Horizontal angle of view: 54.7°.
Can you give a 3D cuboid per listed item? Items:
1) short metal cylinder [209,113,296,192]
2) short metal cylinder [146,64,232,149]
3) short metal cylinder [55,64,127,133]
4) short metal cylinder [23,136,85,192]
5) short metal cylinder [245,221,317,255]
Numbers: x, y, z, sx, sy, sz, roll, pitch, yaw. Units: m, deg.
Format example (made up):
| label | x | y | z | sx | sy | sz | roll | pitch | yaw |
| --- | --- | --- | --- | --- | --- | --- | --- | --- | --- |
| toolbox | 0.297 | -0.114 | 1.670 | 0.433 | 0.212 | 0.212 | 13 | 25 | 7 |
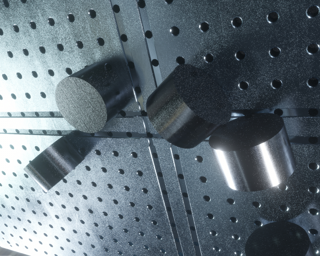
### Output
| label | x | y | z | sx | sy | sz | roll | pitch | yaw |
| --- | --- | --- | --- | --- | --- | --- | --- | --- | --- |
| short metal cylinder | 0.100 | 0.024 | 0.338 | 0.080 | 0.080 | 0.050 | -11 | 113 | 33 |
| short metal cylinder | 0.032 | -0.024 | 0.344 | 0.080 | 0.080 | 0.050 | 44 | 129 | -3 |
| short metal cylinder | -0.092 | -0.040 | 0.419 | 0.080 | 0.050 | 0.079 | 13 | 124 | 21 |
| short metal cylinder | -0.170 | 0.058 | 0.501 | 0.050 | 0.080 | 0.080 | 49 | 129 | -7 |
| short metal cylinder | 0.157 | 0.167 | 0.396 | 0.080 | 0.080 | 0.050 | -16 | 110 | 34 |
